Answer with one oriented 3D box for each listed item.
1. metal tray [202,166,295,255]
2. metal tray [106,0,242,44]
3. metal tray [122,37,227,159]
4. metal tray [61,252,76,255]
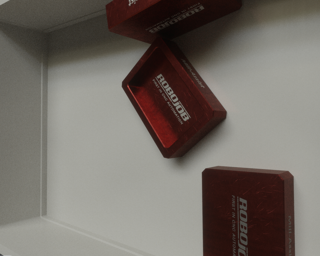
[{"bbox_3d":[0.091,0.109,0.328,0.090,0.030,0.129,-1,89,40],"label":"metal tray"},{"bbox_3d":[0.014,-0.138,0.353,0.130,0.091,0.030,-12,82,39],"label":"metal tray"},{"bbox_3d":[0.012,-0.038,0.393,0.090,0.030,0.130,-46,63,30],"label":"metal tray"},{"bbox_3d":[-0.154,0.296,0.533,0.090,0.030,0.129,24,105,37],"label":"metal tray"}]
